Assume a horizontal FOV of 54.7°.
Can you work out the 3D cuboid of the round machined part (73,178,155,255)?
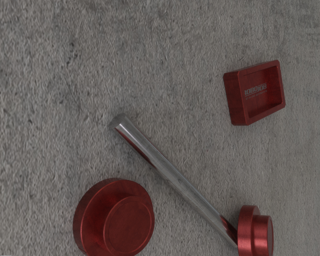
[{"bbox_3d":[-0.045,0.109,0.356,0.099,0.042,0.097,0,90,-40],"label":"round machined part"}]

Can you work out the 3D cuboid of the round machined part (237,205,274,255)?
[{"bbox_3d":[0.159,0.176,0.504,0.098,0.042,0.097,15,73,-62],"label":"round machined part"}]

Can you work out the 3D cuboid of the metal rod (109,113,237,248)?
[{"bbox_3d":[0.038,0.088,0.436,0.300,0.025,0.025,48,62,-29],"label":"metal rod"}]

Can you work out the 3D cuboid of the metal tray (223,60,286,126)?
[{"bbox_3d":[0.169,-0.064,0.542,0.131,0.030,0.089,-21,104,-38],"label":"metal tray"}]
